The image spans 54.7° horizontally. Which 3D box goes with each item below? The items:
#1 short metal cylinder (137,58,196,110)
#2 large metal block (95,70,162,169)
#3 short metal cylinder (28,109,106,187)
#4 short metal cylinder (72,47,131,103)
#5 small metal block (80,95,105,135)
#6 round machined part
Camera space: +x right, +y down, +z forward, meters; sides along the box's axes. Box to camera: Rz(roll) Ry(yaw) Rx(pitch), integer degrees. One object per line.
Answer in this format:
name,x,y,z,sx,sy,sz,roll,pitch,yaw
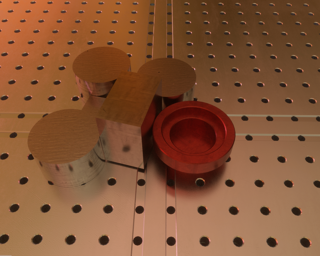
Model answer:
short metal cylinder,0.009,-0.054,0.436,0.080,0.050,0.080,0,50,0
large metal block,-0.033,-0.010,0.376,0.050,0.080,0.080,12,51,10
short metal cylinder,-0.108,0.023,0.371,0.080,0.050,0.080,0,50,0
short metal cylinder,-0.082,-0.074,0.453,0.080,0.050,0.080,0,50,0
small metal block,-0.079,-0.014,0.418,0.050,0.025,0.050,12,51,9
round machined part,0.040,0.015,0.384,0.099,0.042,0.098,0,50,0
